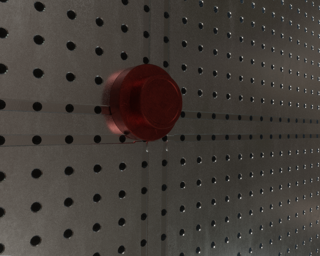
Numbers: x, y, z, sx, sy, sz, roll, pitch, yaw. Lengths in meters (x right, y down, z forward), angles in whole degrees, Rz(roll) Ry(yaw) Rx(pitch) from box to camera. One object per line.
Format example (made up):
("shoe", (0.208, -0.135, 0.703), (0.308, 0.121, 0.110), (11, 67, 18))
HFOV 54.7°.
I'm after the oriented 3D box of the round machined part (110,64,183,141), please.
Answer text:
("round machined part", (-0.010, -0.032, 0.392), (0.099, 0.042, 0.097), (0, 90, -40))
